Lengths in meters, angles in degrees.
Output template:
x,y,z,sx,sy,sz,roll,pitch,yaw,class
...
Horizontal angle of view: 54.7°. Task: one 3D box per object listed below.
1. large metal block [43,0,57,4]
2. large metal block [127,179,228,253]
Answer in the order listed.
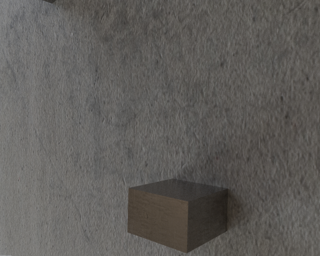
x,y,z,sx,sy,sz,roll,pitch,yaw,class
-0.217,-0.279,0.544,0.050,0.081,0.080,-13,82,39,large metal block
0.021,0.093,0.350,0.080,0.081,0.050,3,92,39,large metal block
